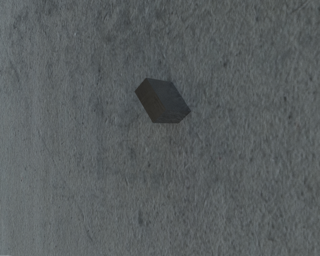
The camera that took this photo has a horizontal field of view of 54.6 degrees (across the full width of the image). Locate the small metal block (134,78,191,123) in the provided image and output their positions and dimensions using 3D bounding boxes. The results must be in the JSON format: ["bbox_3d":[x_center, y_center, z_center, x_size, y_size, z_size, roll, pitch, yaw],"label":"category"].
[{"bbox_3d":[0.004,-0.033,0.386,0.025,0.050,0.050,-45,63,31],"label":"small metal block"}]
